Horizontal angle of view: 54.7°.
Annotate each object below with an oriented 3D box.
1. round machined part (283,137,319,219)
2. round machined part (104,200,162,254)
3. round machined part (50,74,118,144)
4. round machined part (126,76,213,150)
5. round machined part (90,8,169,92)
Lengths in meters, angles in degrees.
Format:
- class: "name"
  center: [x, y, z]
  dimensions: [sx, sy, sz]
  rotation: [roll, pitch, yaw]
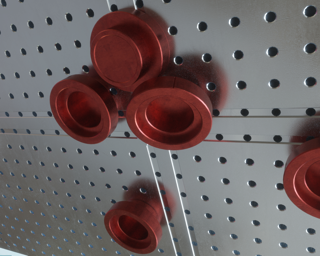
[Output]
- class: "round machined part"
  center: [0.187, 0.050, 0.333]
  dimensions: [0.098, 0.042, 0.097]
  rotation: [13, 124, 20]
- class: "round machined part"
  center: [-0.040, 0.160, 0.518]
  dimensions: [0.098, 0.042, 0.097]
  rotation: [13, 124, 20]
- class: "round machined part"
  center: [-0.100, -0.029, 0.433]
  dimensions: [0.098, 0.042, 0.097]
  rotation: [13, 124, 20]
- class: "round machined part"
  center: [0.013, -0.022, 0.366]
  dimensions: [0.099, 0.042, 0.097]
  rotation: [5, 134, 6]
- class: "round machined part"
  center: [-0.042, -0.087, 0.367]
  dimensions: [0.098, 0.042, 0.097]
  rotation: [13, 124, 20]
